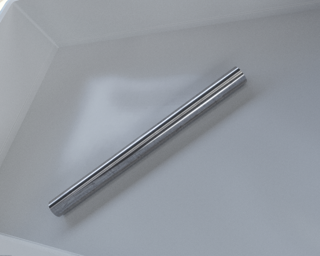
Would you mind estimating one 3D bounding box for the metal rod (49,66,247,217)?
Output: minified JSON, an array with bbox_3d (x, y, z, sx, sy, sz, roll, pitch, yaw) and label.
[{"bbox_3d":[-0.018,0.020,0.404,0.300,0.025,0.025,-36,51,4],"label":"metal rod"}]
